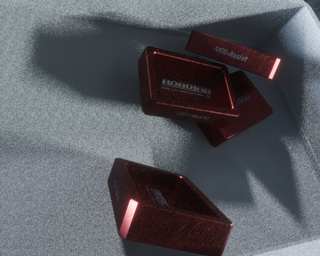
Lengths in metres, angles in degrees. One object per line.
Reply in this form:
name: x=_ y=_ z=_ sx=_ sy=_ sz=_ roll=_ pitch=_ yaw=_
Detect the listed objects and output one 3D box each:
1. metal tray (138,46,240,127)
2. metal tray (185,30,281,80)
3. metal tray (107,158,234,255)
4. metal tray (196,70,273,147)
metal tray: x=0.038 y=-0.055 z=0.419 sx=0.131 sy=0.030 sz=0.090 roll=8 pitch=58 yaw=-25
metal tray: x=0.113 y=-0.111 z=0.475 sx=0.130 sy=0.030 sz=0.090 roll=23 pitch=15 yaw=13
metal tray: x=0.001 y=0.070 z=0.302 sx=0.091 sy=0.130 sz=0.030 roll=17 pitch=95 yaw=-16
metal tray: x=0.108 y=-0.035 z=0.484 sx=0.131 sy=0.030 sz=0.090 roll=-24 pitch=75 yaw=-37
